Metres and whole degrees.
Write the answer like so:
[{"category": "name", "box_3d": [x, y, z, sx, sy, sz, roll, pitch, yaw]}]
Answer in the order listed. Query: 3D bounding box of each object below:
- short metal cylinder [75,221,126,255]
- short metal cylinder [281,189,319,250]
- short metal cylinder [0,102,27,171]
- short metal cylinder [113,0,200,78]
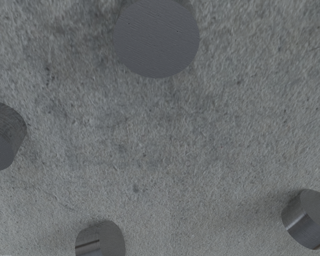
[{"category": "short metal cylinder", "box_3d": [-0.104, 0.212, 0.550, 0.050, 0.080, 0.080, -23, 127, 18]}, {"category": "short metal cylinder", "box_3d": [0.247, 0.147, 0.500, 0.081, 0.080, 0.050, 16, 128, -14]}, {"category": "short metal cylinder", "box_3d": [-0.220, 0.011, 0.397, 0.081, 0.050, 0.079, 0, 130, 0]}, {"category": "short metal cylinder", "box_3d": [-0.003, -0.097, 0.308, 0.081, 0.050, 0.079, 0, 130, 0]}]
